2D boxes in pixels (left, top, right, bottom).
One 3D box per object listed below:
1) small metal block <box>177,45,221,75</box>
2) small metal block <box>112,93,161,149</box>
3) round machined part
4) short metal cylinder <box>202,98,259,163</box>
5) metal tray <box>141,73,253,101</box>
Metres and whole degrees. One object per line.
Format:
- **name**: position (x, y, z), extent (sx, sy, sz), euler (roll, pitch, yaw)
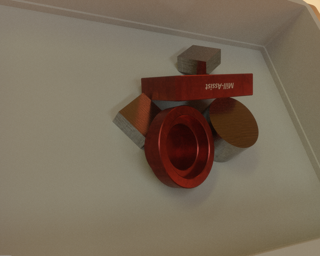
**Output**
- **small metal block**: position (0.063, -0.108, 0.491), extent (0.050, 0.025, 0.050), euler (18, 43, 30)
- **small metal block**: position (-0.024, -0.010, 0.401), extent (0.050, 0.025, 0.050), euler (44, 51, 2)
- **round machined part**: position (0.020, 0.023, 0.377), extent (0.099, 0.042, 0.097), euler (8, 78, -43)
- **short metal cylinder**: position (0.091, 0.003, 0.439), extent (0.081, 0.050, 0.080), euler (14, 56, -21)
- **metal tray**: position (0.051, -0.057, 0.427), extent (0.131, 0.090, 0.030), euler (-8, 100, -32)
